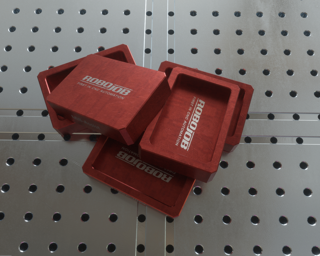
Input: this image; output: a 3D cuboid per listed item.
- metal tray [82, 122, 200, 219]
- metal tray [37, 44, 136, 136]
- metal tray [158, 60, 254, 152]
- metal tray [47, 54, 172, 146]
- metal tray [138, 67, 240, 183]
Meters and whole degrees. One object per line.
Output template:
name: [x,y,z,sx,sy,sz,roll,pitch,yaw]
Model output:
metal tray: [-0.019,0.045,0.392,0.130,0.030,0.090,25,72,9]
metal tray: [-0.091,-0.054,0.428,0.131,0.030,0.090,-21,71,-7]
metal tray: [0.050,-0.031,0.420,0.130,0.030,0.090,18,71,7]
metal tray: [-0.063,-0.040,0.380,0.130,0.030,0.090,20,62,30]
metal tray: [0.038,-0.009,0.379,0.090,0.030,0.130,19,60,7]
